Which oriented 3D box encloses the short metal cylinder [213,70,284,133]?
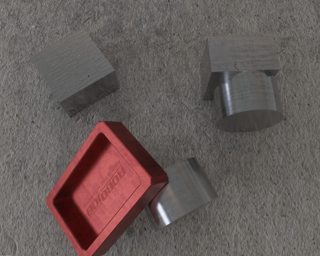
[{"bbox_3d":[0.109,-0.031,0.391,0.081,0.080,0.050,-3,71,-1],"label":"short metal cylinder"}]

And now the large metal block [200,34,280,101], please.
[{"bbox_3d":[0.099,-0.077,0.408,0.081,0.080,0.050,-3,70,-1],"label":"large metal block"}]

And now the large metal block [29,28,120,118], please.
[{"bbox_3d":[-0.113,-0.075,0.421,0.080,0.050,0.080,-33,74,-11],"label":"large metal block"}]

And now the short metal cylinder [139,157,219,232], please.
[{"bbox_3d":[0.019,0.075,0.352,0.080,0.080,0.050,-26,72,-9],"label":"short metal cylinder"}]

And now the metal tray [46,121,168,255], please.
[{"bbox_3d":[-0.063,0.068,0.336,0.090,0.030,0.129,47,112,23],"label":"metal tray"}]
